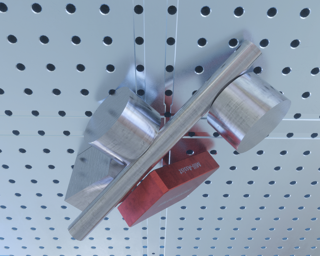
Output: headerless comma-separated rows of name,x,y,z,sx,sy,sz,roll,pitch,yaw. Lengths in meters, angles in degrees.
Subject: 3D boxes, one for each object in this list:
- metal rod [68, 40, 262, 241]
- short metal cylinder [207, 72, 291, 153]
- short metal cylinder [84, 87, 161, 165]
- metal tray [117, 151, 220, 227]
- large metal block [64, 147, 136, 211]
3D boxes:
metal rod,0.000,0.020,0.358,0.299,0.025,0.025,-47,119,7
short metal cylinder,0.101,-0.017,0.356,0.080,0.050,0.080,-32,152,-19
short metal cylinder,-0.045,-0.003,0.372,0.080,0.080,0.050,-36,122,26
metal tray,0.015,0.080,0.425,0.131,0.030,0.090,-11,148,-51
large metal block,-0.077,0.064,0.428,0.080,0.080,0.050,-32,123,24
